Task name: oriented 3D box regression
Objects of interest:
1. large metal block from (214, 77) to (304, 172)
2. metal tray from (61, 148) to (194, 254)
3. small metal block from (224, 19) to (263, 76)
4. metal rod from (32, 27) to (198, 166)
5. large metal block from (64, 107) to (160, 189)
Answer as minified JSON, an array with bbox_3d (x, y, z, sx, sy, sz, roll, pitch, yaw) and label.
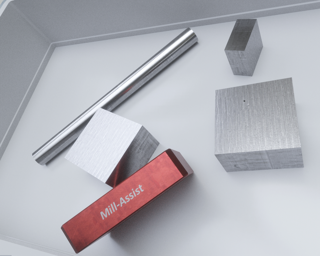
[{"bbox_3d":[0.106,-0.001,0.335,0.080,0.050,0.080,-7,58,24],"label":"large metal block"},{"bbox_3d":[-0.028,0.073,0.329,0.130,0.090,0.030,-36,79,4],"label":"metal tray"},{"bbox_3d":[0.108,-0.102,0.395,0.025,0.050,0.050,12,68,33],"label":"small metal block"},{"bbox_3d":[-0.068,-0.047,0.467,0.300,0.025,0.025,-39,51,1],"label":"metal rod"},{"bbox_3d":[-0.062,0.029,0.403,0.080,0.050,0.080,22,73,35],"label":"large metal block"}]
